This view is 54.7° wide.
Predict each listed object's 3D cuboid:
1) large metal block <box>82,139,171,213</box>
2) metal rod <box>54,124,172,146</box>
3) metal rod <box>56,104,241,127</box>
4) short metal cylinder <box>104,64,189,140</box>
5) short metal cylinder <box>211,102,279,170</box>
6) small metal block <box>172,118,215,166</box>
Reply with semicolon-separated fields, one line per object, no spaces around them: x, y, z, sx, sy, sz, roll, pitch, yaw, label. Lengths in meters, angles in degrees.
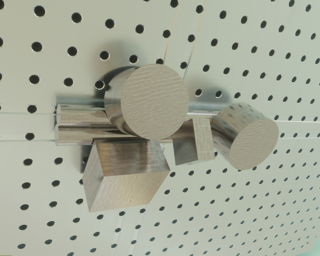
-0.045;0.058;0.384;0.081;0.050;0.079;-1;139;-28;large metal block
0.016;0.009;0.421;0.303;0.025;0.025;0;118;-29;metal rod
0.022;-0.013;0.411;0.303;0.025;0.025;0;118;-29;metal rod
-0.015;-0.029;0.346;0.081;0.050;0.079;-3;96;-29;short metal cylinder
0.114;0.011;0.428;0.081;0.050;0.079;-14;124;-21;short metal cylinder
0.040;0.019;0.388;0.025;0.050;0.050;1;76;-29;small metal block
